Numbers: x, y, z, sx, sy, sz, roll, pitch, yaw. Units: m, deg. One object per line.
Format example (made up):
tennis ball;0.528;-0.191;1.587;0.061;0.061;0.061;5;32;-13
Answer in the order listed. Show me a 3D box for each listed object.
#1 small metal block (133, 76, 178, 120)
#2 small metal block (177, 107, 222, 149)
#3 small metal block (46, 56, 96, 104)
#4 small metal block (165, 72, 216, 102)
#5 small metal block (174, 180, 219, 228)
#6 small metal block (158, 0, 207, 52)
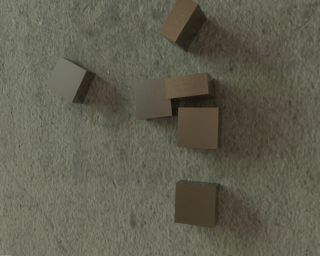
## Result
small metal block;-0.005;-0.038;0.408;0.050;0.025;0.050;-6;88;23
small metal block;0.050;0.000;0.391;0.050;0.025;0.050;2;91;19
small metal block;-0.130;-0.070;0.453;0.050;0.025;0.050;30;99;17
small metal block;0.039;-0.049;0.382;0.050;0.050;0.025;-5;88;19
small metal block;0.047;0.095;0.392;0.050;0.025;0.050;2;91;19
small metal block;0.029;-0.128;0.385;0.025;0.050;0.050;35;101;16
